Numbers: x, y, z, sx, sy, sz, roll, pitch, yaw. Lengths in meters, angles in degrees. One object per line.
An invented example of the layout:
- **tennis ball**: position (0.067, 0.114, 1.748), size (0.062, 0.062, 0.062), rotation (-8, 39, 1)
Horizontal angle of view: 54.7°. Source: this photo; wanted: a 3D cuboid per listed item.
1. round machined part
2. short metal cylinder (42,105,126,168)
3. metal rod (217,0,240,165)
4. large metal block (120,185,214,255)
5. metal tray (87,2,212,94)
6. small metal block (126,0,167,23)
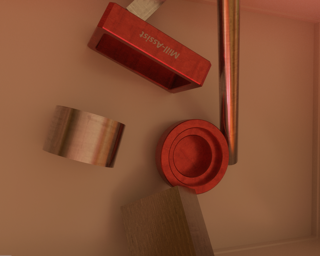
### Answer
- **round machined part**: position (0.040, 0.037, 0.417), size (0.099, 0.042, 0.097), rotation (0, 90, -21)
- **short metal cylinder**: position (-0.084, 0.010, 0.351), size (0.081, 0.080, 0.050), rotation (17, 84, -20)
- **metal rod**: position (0.083, -0.079, 0.373), size (0.025, 0.025, 0.298), rotation (-21, 124, -19)
- **large metal block**: position (0.007, 0.121, 0.365), size (0.050, 0.080, 0.080), rotation (28, 42, -57)
- **metal tray**: position (-0.016, -0.088, 0.370), size (0.131, 0.090, 0.030), rotation (27, 81, -19)
- **small metal block**: position (-0.023, -0.148, 0.389), size (0.025, 0.050, 0.050), rotation (46, 76, -15)
